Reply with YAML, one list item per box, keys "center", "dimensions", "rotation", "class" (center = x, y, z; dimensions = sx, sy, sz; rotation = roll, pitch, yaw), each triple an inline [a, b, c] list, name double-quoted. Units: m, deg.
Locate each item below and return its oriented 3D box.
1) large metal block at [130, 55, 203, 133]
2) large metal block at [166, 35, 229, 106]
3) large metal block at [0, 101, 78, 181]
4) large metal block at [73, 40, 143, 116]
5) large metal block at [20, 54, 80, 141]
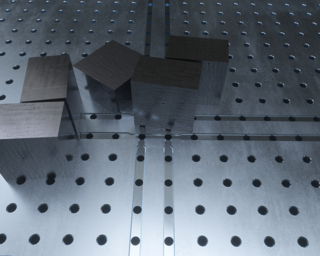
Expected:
- center: [0.009, -0.043, 0.409]
  dimensions: [0.080, 0.080, 0.050]
  rotation: [9, 51, 7]
  class: "large metal block"
- center: [0.050, -0.080, 0.440]
  dimensions: [0.080, 0.080, 0.050]
  rotation: [6, 50, 4]
  class: "large metal block"
- center: [-0.145, 0.017, 0.356]
  dimensions: [0.081, 0.080, 0.050]
  rotation: [-3, 50, -3]
  class: "large metal block"
- center: [-0.066, -0.076, 0.454]
  dimensions: [0.080, 0.050, 0.080]
  rotation: [31, 56, 23]
  class: "large metal block"
- center: [-0.136, -0.036, 0.401]
  dimensions: [0.050, 0.080, 0.080]
  rotation: [-6, 50, -6]
  class: "large metal block"
